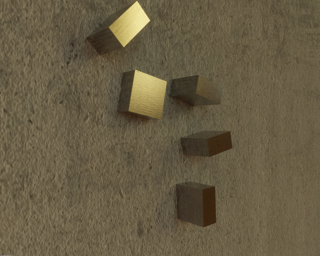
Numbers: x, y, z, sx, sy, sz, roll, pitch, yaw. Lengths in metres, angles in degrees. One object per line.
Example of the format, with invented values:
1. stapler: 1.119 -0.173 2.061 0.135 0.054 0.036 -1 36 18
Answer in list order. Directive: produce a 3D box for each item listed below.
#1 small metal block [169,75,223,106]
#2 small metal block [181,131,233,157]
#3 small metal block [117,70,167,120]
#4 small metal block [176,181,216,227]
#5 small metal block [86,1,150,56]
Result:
1. small metal block: 0.050 -0.051 0.430 0.050 0.050 0.025 18 79 -39
2. small metal block: 0.067 0.021 0.444 0.050 0.050 0.025 -14 100 -39
3. small metal block: -0.022 -0.040 0.386 0.050 0.025 0.050 14 81 -39
4. small metal block: 0.050 0.104 0.430 0.025 0.050 0.050 -3 92 -40
5. small metal block: -0.047 -0.111 0.348 0.025 0.050 0.050 52 60 -28
